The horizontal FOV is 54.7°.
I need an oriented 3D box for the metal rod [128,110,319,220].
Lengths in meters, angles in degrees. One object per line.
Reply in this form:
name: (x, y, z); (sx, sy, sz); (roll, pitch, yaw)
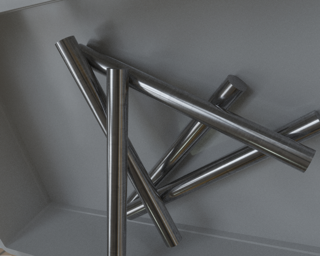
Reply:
metal rod: (0.059, 0.061, 0.397); (0.299, 0.025, 0.025); (-33, 100, 32)

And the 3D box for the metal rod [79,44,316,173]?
metal rod: (0.019, -0.033, 0.351); (0.301, 0.025, 0.025); (27, 128, 20)

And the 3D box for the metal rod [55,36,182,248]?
metal rod: (-0.047, 0.026, 0.398); (0.025, 0.025, 0.299); (-19, 104, 35)

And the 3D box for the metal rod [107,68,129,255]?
metal rod: (-0.053, 0.077, 0.384); (0.025, 0.025, 0.298); (9, 105, 23)

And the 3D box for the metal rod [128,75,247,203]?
metal rod: (0.014, 0.044, 0.427); (0.025, 0.025, 0.298); (38, 129, 2)
